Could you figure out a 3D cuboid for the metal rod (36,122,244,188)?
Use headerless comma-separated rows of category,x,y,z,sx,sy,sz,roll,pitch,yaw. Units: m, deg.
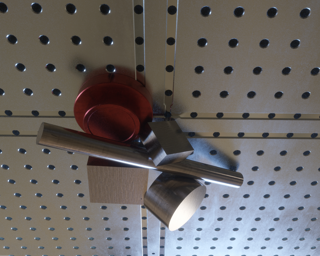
metal rod,-0.003,0.043,0.406,0.302,0.025,0.025,17,129,-31

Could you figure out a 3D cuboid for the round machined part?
round machined part,-0.058,-0.015,0.387,0.099,0.042,0.097,-1,130,0

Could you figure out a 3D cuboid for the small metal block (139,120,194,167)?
small metal block,0.008,0.018,0.398,0.050,0.050,0.025,-5,145,-44

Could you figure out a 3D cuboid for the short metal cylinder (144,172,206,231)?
short metal cylinder,0.023,0.102,0.454,0.080,0.050,0.080,-36,145,-29

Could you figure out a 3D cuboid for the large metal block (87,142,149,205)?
large metal block,-0.058,0.065,0.446,0.081,0.050,0.079,4,130,-4
